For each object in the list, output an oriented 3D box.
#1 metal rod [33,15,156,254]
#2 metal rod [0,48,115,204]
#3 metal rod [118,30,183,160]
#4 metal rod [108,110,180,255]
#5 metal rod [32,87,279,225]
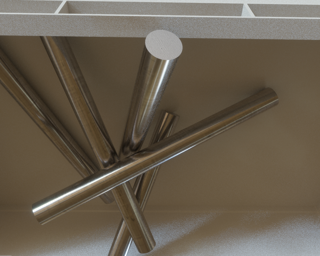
[{"bbox_3d":[-0.067,0.022,0.361,0.025,0.025,0.298,-16,108,13],"label":"metal rod"},{"bbox_3d":[-0.138,0.008,0.413,0.025,0.025,0.299,-17,128,14],"label":"metal rod"},{"bbox_3d":[-0.028,0.007,0.336,0.025,0.025,0.299,10,154,-8],"label":"metal rod"},{"bbox_3d":[-0.037,0.119,0.420,0.025,0.025,0.298,18,100,-15],"label":"metal rod"},{"bbox_3d":[0.004,0.027,0.355,0.302,0.025,0.025,-26,129,-9],"label":"metal rod"}]
